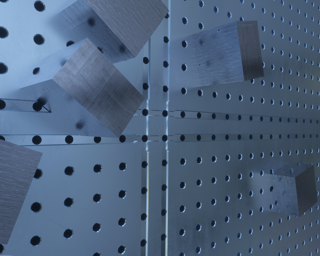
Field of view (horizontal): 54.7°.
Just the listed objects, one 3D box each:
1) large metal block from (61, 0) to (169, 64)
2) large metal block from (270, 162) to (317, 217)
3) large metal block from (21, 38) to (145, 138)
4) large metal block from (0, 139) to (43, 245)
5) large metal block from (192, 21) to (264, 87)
[{"bbox_3d":[-0.048,-0.133,0.354,0.080,0.050,0.080,45,63,-31],"label":"large metal block"},{"bbox_3d":[0.271,0.122,0.625,0.081,0.050,0.079,-16,101,-39],"label":"large metal block"},{"bbox_3d":[-0.077,-0.035,0.310,0.080,0.080,0.050,46,63,-31],"label":"large metal block"},{"bbox_3d":[-0.160,0.045,0.260,0.080,0.050,0.080,27,73,-37],"label":"large metal block"},{"bbox_3d":[0.100,-0.108,0.460,0.050,0.080,0.079,-17,101,-39],"label":"large metal block"}]
